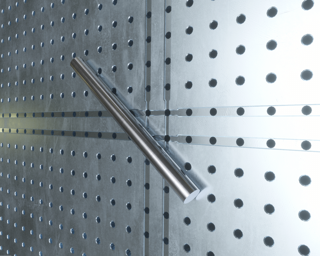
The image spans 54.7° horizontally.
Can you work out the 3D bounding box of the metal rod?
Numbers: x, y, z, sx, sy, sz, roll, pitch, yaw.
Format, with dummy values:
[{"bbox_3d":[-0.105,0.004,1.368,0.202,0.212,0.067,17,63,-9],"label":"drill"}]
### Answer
[{"bbox_3d":[-0.050,-0.013,0.448,0.300,0.025,0.025,47,118,29],"label":"metal rod"}]
